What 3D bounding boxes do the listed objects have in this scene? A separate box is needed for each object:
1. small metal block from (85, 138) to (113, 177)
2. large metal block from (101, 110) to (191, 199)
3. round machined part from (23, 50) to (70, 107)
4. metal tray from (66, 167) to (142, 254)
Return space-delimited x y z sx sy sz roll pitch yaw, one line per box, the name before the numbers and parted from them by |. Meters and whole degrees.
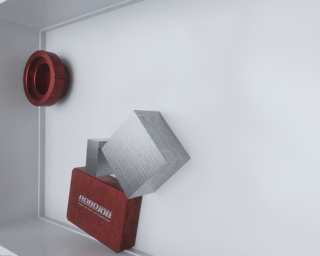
small metal block | -0.080 0.042 0.454 0.025 0.050 0.050 8 95 39
large metal block | -0.021 0.033 0.406 0.080 0.050 0.080 -48 62 29
round machined part | -0.200 -0.087 0.556 0.098 0.042 0.097 0 91 38
metal tray | -0.089 0.119 0.475 0.130 0.030 0.089 15 99 38
